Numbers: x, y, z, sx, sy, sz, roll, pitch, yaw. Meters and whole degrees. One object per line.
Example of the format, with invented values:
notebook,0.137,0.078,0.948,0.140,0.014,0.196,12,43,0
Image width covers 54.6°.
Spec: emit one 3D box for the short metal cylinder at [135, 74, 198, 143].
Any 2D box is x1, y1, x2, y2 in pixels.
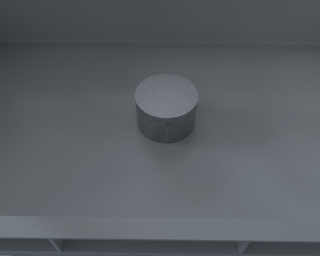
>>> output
short metal cylinder,0.008,-0.026,0.411,0.080,0.050,0.080,0,50,0
